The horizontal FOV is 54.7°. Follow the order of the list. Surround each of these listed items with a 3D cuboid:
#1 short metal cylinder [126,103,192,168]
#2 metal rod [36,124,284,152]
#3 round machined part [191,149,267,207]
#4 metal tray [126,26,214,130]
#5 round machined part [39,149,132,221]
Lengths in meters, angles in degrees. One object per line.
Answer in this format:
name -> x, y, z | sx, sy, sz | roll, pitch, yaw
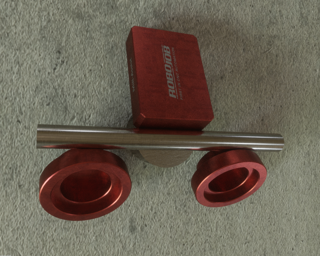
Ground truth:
short metal cylinder -> 0.001, 0.008, 0.399 | 0.081, 0.050, 0.079 | 0, 90, -21
metal rod -> 0.017, 0.014, 0.365 | 0.303, 0.025, 0.025 | 2, 89, -21
round machined part -> 0.088, 0.061, 0.417 | 0.099, 0.042, 0.097 | -10, 136, -10
metal tray -> 0.009, -0.062, 0.383 | 0.091, 0.030, 0.130 | 2, 63, -20
round machined part -> -0.085, 0.059, 0.353 | 0.099, 0.042, 0.097 | -11, 132, -12
